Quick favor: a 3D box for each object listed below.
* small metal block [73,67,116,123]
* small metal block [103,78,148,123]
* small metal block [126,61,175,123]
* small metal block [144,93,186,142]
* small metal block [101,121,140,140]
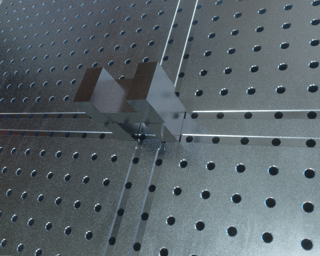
[{"bbox_3d":[-0.075,-0.040,0.389,0.025,0.050,0.050,1,62,29],"label":"small metal block"},{"bbox_3d":[-0.036,-0.034,0.383,0.050,0.025,0.050,1,62,28],"label":"small metal block"},{"bbox_3d":[-0.009,-0.040,0.354,0.025,0.050,0.050,1,62,29],"label":"small metal block"},{"bbox_3d":[0.008,-0.016,0.396,0.025,0.050,0.050,-1,62,28],"label":"small metal block"},{"bbox_3d":[-0.050,-0.017,0.426,0.025,0.050,0.050,1,62,28],"label":"small metal block"}]
